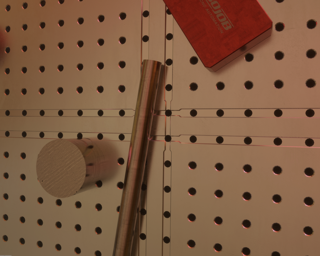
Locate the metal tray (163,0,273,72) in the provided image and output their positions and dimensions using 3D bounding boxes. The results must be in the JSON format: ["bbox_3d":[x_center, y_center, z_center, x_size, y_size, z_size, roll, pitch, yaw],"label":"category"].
[{"bbox_3d":[0.066,-0.148,0.386,0.090,0.030,0.130,-33,80,16],"label":"metal tray"}]

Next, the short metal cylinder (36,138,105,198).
[{"bbox_3d":[-0.127,0.055,0.442,0.080,0.050,0.079,0,90,19],"label":"short metal cylinder"}]

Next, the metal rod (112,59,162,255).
[{"bbox_3d":[-0.034,0.058,0.423,0.025,0.025,0.298,10,93,19],"label":"metal rod"}]
